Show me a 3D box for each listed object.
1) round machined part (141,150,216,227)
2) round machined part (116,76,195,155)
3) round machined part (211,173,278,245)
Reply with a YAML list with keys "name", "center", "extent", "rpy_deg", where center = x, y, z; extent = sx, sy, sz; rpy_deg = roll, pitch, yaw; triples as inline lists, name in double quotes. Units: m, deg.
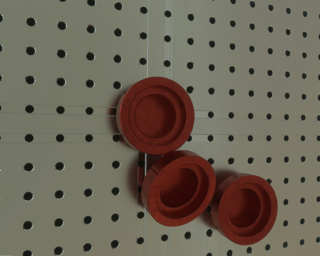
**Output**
- name: "round machined part"
  center: [0.020, 0.074, 0.403]
  extent: [0.099, 0.042, 0.097]
  rpy_deg: [-9, 111, -25]
- name: "round machined part"
  center: [-0.008, -0.015, 0.401]
  extent: [0.099, 0.042, 0.097]
  rpy_deg: [0, 90, -20]
- name: "round machined part"
  center: [0.117, 0.114, 0.449]
  extent: [0.099, 0.042, 0.097]
  rpy_deg: [0, 90, -21]
